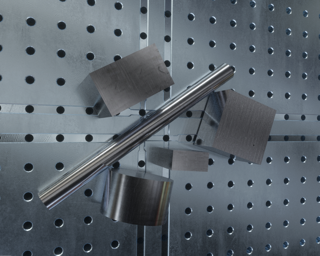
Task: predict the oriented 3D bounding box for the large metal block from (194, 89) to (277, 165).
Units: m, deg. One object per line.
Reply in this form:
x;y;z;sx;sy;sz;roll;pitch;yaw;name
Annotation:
0.106;0.000;0.437;0.080;0.050;0.080;21;83;-19;large metal block

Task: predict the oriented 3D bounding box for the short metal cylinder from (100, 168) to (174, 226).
-0.028;0.081;0.373;0.081;0.080;0.050;12;86;-20;short metal cylinder

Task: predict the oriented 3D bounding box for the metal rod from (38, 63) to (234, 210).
-0.019;0.002;0.406;0.301;0.025;0.025;-36;102;-17;metal rod

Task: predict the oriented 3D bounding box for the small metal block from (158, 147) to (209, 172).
0.030;0.041;0.412;0.050;0.050;0.025;5;88;-20;small metal block

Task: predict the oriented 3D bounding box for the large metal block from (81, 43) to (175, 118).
-0.042;-0.053;0.369;0.080;0.080;0.050;-30;100;-18;large metal block
